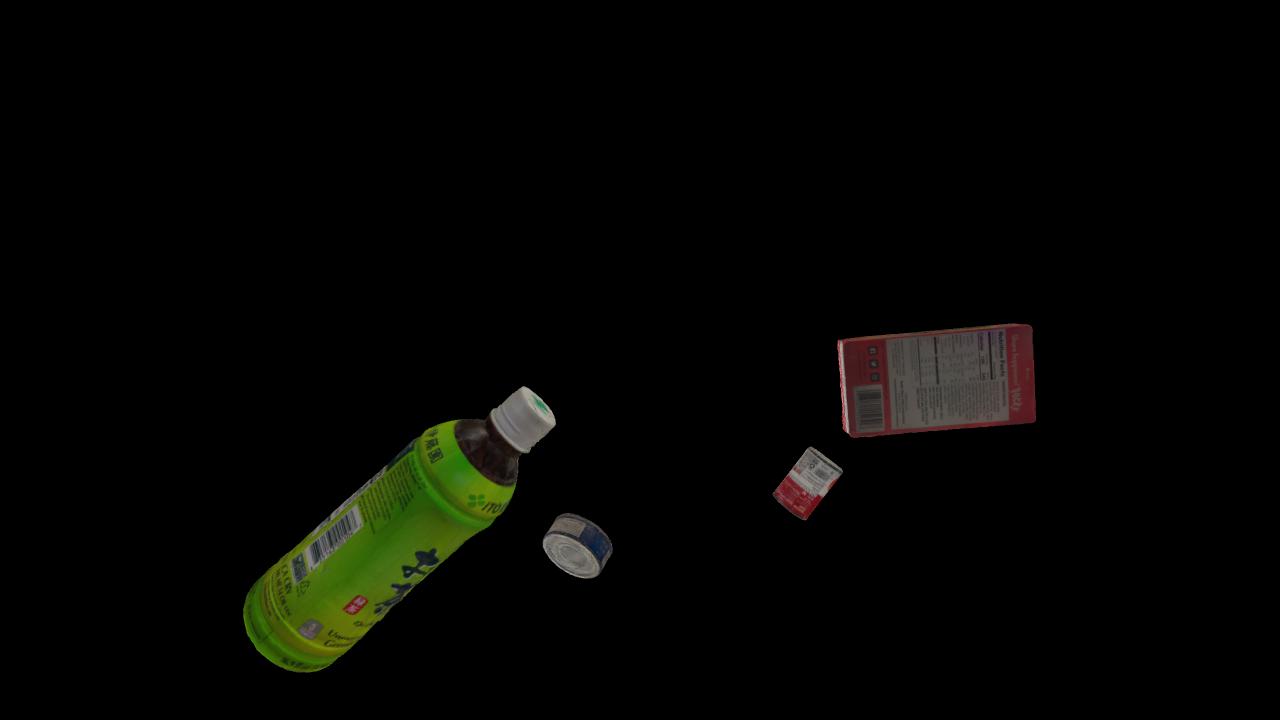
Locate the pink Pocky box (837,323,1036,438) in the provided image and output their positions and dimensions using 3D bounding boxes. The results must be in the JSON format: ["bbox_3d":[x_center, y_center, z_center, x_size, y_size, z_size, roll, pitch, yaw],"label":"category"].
[{"bbox_3d":[0.252,0.017,0.526,0.155,0.084,0.029,-6,6,5],"label":"pink Pocky box"}]

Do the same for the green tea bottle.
[{"bbox_3d":[-0.138,0.095,0.369,0.212,0.073,0.073,-42,-7,8],"label":"green tea bottle"}]

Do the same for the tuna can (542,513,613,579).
[{"bbox_3d":[-0.079,0.233,0.767,0.084,0.084,0.034,0,34,29],"label":"tuna can"}]

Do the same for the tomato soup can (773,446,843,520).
[{"bbox_3d":[0.272,0.199,1.000,0.068,0.101,0.068,34,8,-5],"label":"tomato soup can"}]
